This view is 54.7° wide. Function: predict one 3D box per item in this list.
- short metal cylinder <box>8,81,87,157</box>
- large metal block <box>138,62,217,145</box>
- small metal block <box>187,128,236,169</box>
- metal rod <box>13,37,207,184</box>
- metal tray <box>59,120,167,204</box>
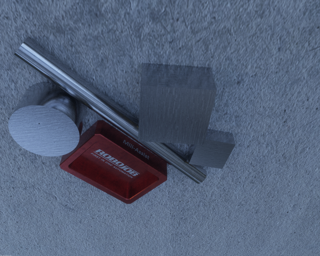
[{"bbox_3d":[-0.135,-0.011,0.381,0.081,0.050,0.079,0,130,0],"label":"short metal cylinder"},{"bbox_3d":[0.017,-0.028,0.369,0.081,0.050,0.079,3,130,-3],"label":"large metal block"},{"bbox_3d":[0.071,0.028,0.434,0.050,0.025,0.050,10,130,-9],"label":"small metal block"},{"bbox_3d":[-0.044,-0.007,0.401,0.025,0.025,0.301,-37,122,27],"label":"metal rod"},{"bbox_3d":[-0.064,0.054,0.451,0.130,0.030,0.090,36,121,-27],"label":"metal tray"}]
